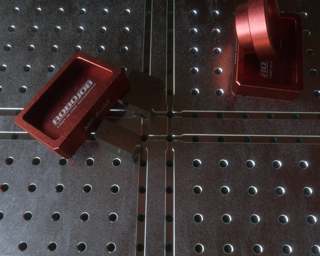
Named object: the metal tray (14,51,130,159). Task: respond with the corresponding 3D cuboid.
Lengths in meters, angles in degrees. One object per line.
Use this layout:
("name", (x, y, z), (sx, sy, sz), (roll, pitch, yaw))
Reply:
("metal tray", (-0.113, -0.034, 0.406), (0.090, 0.030, 0.130), (27, 71, 28))

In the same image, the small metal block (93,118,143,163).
("small metal block", (-0.051, 0.017, 0.392), (0.050, 0.050, 0.025), (24, 72, 8))

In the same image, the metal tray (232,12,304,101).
("metal tray", (0.156, -0.108, 0.449), (0.091, 0.030, 0.130), (7, 70, 2))

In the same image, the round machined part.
("round machined part", (0.133, -0.138, 0.419), (0.042, 0.098, 0.098), (-5, 66, 33))

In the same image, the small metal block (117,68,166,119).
("small metal block", (-0.025, -0.047, 0.429), (0.050, 0.025, 0.050), (23, 72, 8))
